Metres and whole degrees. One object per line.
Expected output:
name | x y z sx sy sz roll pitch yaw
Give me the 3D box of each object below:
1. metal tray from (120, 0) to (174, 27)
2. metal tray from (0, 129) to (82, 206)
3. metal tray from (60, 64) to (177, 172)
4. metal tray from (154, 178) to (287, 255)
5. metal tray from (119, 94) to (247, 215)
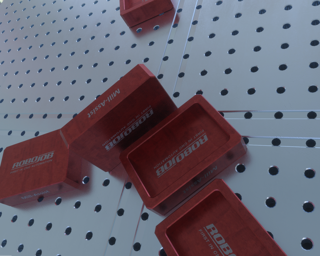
metal tray | -0.029 -0.255 0.574 0.090 0.030 0.130 -18 55 17
metal tray | -0.180 0.057 0.462 0.130 0.030 0.090 -17 55 18
metal tray | -0.047 -0.009 0.394 0.130 0.090 0.030 -40 53 1
metal tray | 0.064 0.124 0.294 0.090 0.030 0.130 -39 51 1
metal tray | 0.024 0.030 0.373 0.130 0.030 0.090 -38 51 2
